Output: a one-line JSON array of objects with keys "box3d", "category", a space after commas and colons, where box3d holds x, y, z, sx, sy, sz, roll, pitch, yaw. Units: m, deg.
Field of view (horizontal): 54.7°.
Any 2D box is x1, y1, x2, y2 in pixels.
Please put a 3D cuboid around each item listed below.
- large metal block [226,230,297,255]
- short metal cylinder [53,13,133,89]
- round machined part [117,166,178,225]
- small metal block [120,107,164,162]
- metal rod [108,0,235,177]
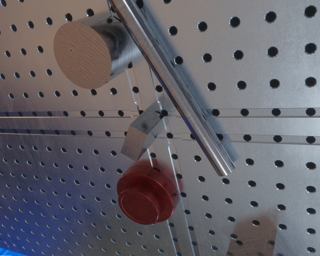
[{"box3d": [0.150, 0.201, 0.440, 0.080, 0.050, 0.080, -32, 101, 38], "category": "large metal block"}, {"box3d": [-0.080, -0.094, 0.378, 0.080, 0.050, 0.079, 13, 124, 20], "category": "short metal cylinder"}, {"box3d": [-0.025, 0.111, 0.480, 0.098, 0.042, 0.097, 13, 124, 20], "category": "round machined part"}, {"box3d": [-0.023, 0.008, 0.411, 0.025, 0.050, 0.050, 30, 128, 9], "category": "small metal block"}, {"box3d": [0.006, -0.067, 0.365, 0.025, 0.025, 0.299, -24, 106, 36], "category": "metal rod"}]
